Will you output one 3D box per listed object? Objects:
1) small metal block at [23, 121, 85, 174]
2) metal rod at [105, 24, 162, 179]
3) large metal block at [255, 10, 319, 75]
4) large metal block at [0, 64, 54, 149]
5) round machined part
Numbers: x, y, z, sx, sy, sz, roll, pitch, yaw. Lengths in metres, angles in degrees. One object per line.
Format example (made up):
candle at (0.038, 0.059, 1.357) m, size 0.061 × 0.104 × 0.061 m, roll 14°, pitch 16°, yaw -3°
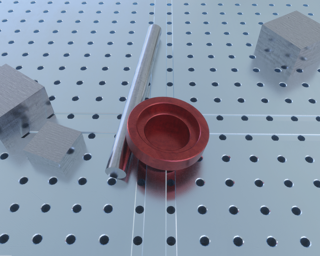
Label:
small metal block at (-0.130, 0.023, 0.387) m, size 0.050 × 0.025 × 0.050 m, roll 17°, pitch 52°, yaw 14°
metal rod at (-0.030, -0.061, 0.458) m, size 0.025 × 0.025 × 0.300 m, roll 6°, pitch 50°, yaw 5°
large metal block at (0.221, -0.143, 0.513) m, size 0.081 × 0.050 × 0.080 m, roll -26°, pitch 55°, yaw -20°
large metal block at (-0.207, -0.032, 0.416) m, size 0.080 × 0.050 × 0.080 m, roll 29°, pitch 56°, yaw 22°
round machined part at (0.007, 0.011, 0.381) m, size 0.099 × 0.042 × 0.098 m, roll 6°, pitch 51°, yaw -7°
